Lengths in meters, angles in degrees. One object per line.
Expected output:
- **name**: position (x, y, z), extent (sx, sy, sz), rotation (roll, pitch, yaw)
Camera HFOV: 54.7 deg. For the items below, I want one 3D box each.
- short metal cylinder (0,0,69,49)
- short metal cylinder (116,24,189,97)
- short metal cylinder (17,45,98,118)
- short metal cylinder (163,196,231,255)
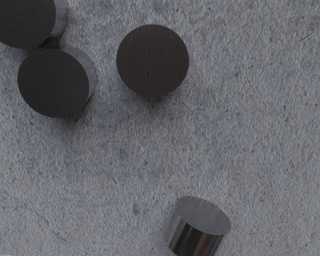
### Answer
- **short metal cylinder**: position (-0.149, -0.132, 0.346), extent (0.081, 0.050, 0.079), rotation (0, 110, 0)
- **short metal cylinder**: position (-0.008, -0.082, 0.366), extent (0.081, 0.050, 0.079), rotation (0, 110, 0)
- **short metal cylinder**: position (-0.121, -0.058, 0.374), extent (0.081, 0.050, 0.079), rotation (0, 110, 0)
- **short metal cylinder**: position (0.051, 0.140, 0.432), extent (0.080, 0.080, 0.050), rotation (18, 109, -7)
